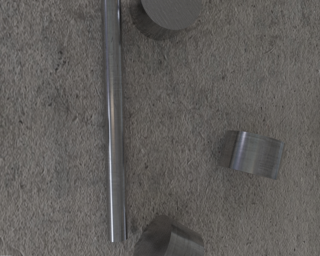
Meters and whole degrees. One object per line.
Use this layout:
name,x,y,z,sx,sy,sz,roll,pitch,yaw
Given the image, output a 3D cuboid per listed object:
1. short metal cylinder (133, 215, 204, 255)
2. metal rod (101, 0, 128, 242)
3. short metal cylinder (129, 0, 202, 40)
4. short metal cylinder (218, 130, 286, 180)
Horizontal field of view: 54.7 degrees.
short metal cylinder,0.009,0.156,0.384,0.050,0.080,0.080,34,79,-17
metal rod,-0.057,-0.010,0.388,0.025,0.025,0.298,-2,91,-20
short metal cylinder,0.006,-0.159,0.398,0.081,0.050,0.080,0,90,-20
short metal cylinder,0.126,0.037,0.427,0.081,0.080,0.050,16,85,-20
